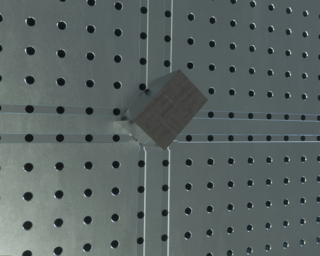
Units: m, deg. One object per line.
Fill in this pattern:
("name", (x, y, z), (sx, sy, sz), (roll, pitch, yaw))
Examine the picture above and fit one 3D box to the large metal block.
("large metal block", (0.000, -0.021, 0.384), (0.050, 0.080, 0.080), (45, 76, -15))
